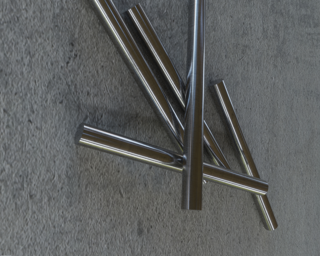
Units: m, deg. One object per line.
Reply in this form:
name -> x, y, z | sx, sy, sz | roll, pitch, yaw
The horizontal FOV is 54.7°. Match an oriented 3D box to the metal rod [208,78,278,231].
metal rod -> 0.146, 0.056, 0.526 | 0.025, 0.025, 0.299 | -39, 114, -33

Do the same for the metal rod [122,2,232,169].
metal rod -> 0.038, -0.031, 0.436 | 0.025, 0.025, 0.299 | -47, 118, -29

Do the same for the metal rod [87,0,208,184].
metal rod -> -0.007, -0.043, 0.398 | 0.025, 0.025, 0.299 | -46, 117, -30

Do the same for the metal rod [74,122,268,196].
metal rod -> 0.036, 0.049, 0.408 | 0.302, 0.025, 0.025 | 20, 78, -30

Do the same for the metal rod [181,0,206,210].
metal rod -> 0.046, -0.046, 0.407 | 0.025, 0.025, 0.299 | 18, 68, -39
